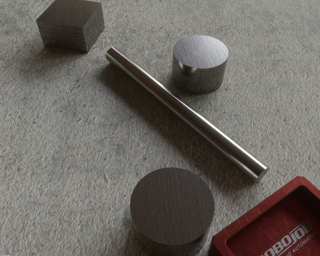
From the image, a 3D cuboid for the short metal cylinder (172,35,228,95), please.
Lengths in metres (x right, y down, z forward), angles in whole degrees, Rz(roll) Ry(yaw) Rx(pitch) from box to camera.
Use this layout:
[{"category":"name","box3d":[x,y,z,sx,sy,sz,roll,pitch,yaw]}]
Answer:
[{"category":"short metal cylinder","box3d":[0.059,-0.096,0.468,0.081,0.050,0.080,0,50,0]}]

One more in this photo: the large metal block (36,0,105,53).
[{"category":"large metal block","box3d":[-0.151,-0.180,0.537,0.080,0.050,0.080,12,51,9]}]

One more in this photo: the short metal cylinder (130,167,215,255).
[{"category":"short metal cylinder","box3d":[0.012,0.087,0.314,0.081,0.050,0.080,0,50,0]}]

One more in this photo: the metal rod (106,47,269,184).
[{"category":"metal rod","box3d":[0.020,-0.032,0.430,0.025,0.025,0.300,-33,58,-25]}]

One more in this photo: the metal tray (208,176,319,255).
[{"category":"metal tray","box3d":[0.126,0.115,0.303,0.131,0.030,0.090,-27,55,-21]}]
